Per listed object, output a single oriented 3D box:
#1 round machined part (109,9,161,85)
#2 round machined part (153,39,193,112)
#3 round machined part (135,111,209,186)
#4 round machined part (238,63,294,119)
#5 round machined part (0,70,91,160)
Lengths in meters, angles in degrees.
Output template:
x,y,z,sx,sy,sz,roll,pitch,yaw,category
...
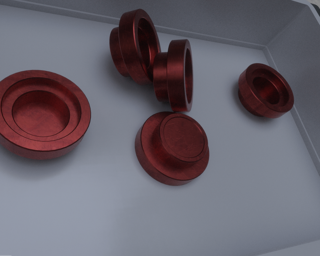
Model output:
x,y,z,sx,sy,sz,roll,pitch,yaw,category
-0.034,-0.106,0.419,0.098,0.042,0.097,-8,90,-71,round machined part
0.019,-0.070,0.424,0.042,0.098,0.098,0,55,13,round machined part
0.021,0.020,0.394,0.099,0.042,0.098,14,56,-21,round machined part
0.172,-0.058,0.522,0.099,0.042,0.098,14,56,-21,round machined part
-0.128,-0.011,0.332,0.099,0.042,0.098,14,56,-21,round machined part
